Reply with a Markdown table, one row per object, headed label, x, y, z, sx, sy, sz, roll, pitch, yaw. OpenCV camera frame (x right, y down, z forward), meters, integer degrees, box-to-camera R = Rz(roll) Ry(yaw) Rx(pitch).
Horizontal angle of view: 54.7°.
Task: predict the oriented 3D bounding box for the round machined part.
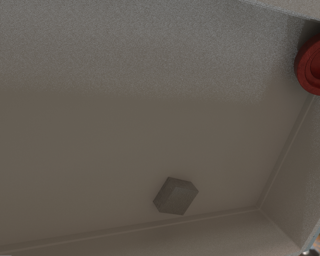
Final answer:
| label | x | y | z | sx | sy | sz | roll | pitch | yaw |
| --- | --- | --- | --- | --- | --- | --- | --- | --- | --- |
| round machined part | 0.250 | -0.099 | 0.457 | 0.099 | 0.042 | 0.097 | 3 | 127 | 5 |

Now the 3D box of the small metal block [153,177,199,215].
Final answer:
| label | x | y | z | sx | sy | sz | roll | pitch | yaw |
| --- | --- | --- | --- | --- | --- | --- | --- | --- | --- |
| small metal block | 0.025 | 0.109 | 0.492 | 0.050 | 0.025 | 0.050 | 19 | 108 | -36 |
